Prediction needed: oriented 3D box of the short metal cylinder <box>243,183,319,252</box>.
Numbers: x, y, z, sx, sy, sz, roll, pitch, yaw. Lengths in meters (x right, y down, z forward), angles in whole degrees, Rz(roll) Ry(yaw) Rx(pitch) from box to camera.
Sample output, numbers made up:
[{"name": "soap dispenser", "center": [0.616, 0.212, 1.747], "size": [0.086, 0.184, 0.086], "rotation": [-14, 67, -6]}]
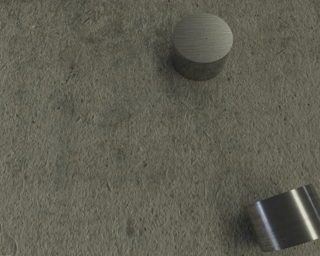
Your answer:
[{"name": "short metal cylinder", "center": [0.141, 0.099, 0.344], "size": [0.080, 0.080, 0.050], "rotation": [-17, 71, -6]}]

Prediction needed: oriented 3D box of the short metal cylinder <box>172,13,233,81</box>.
[{"name": "short metal cylinder", "center": [0.057, -0.113, 0.437], "size": [0.081, 0.050, 0.080], "rotation": [0, 70, 0]}]
